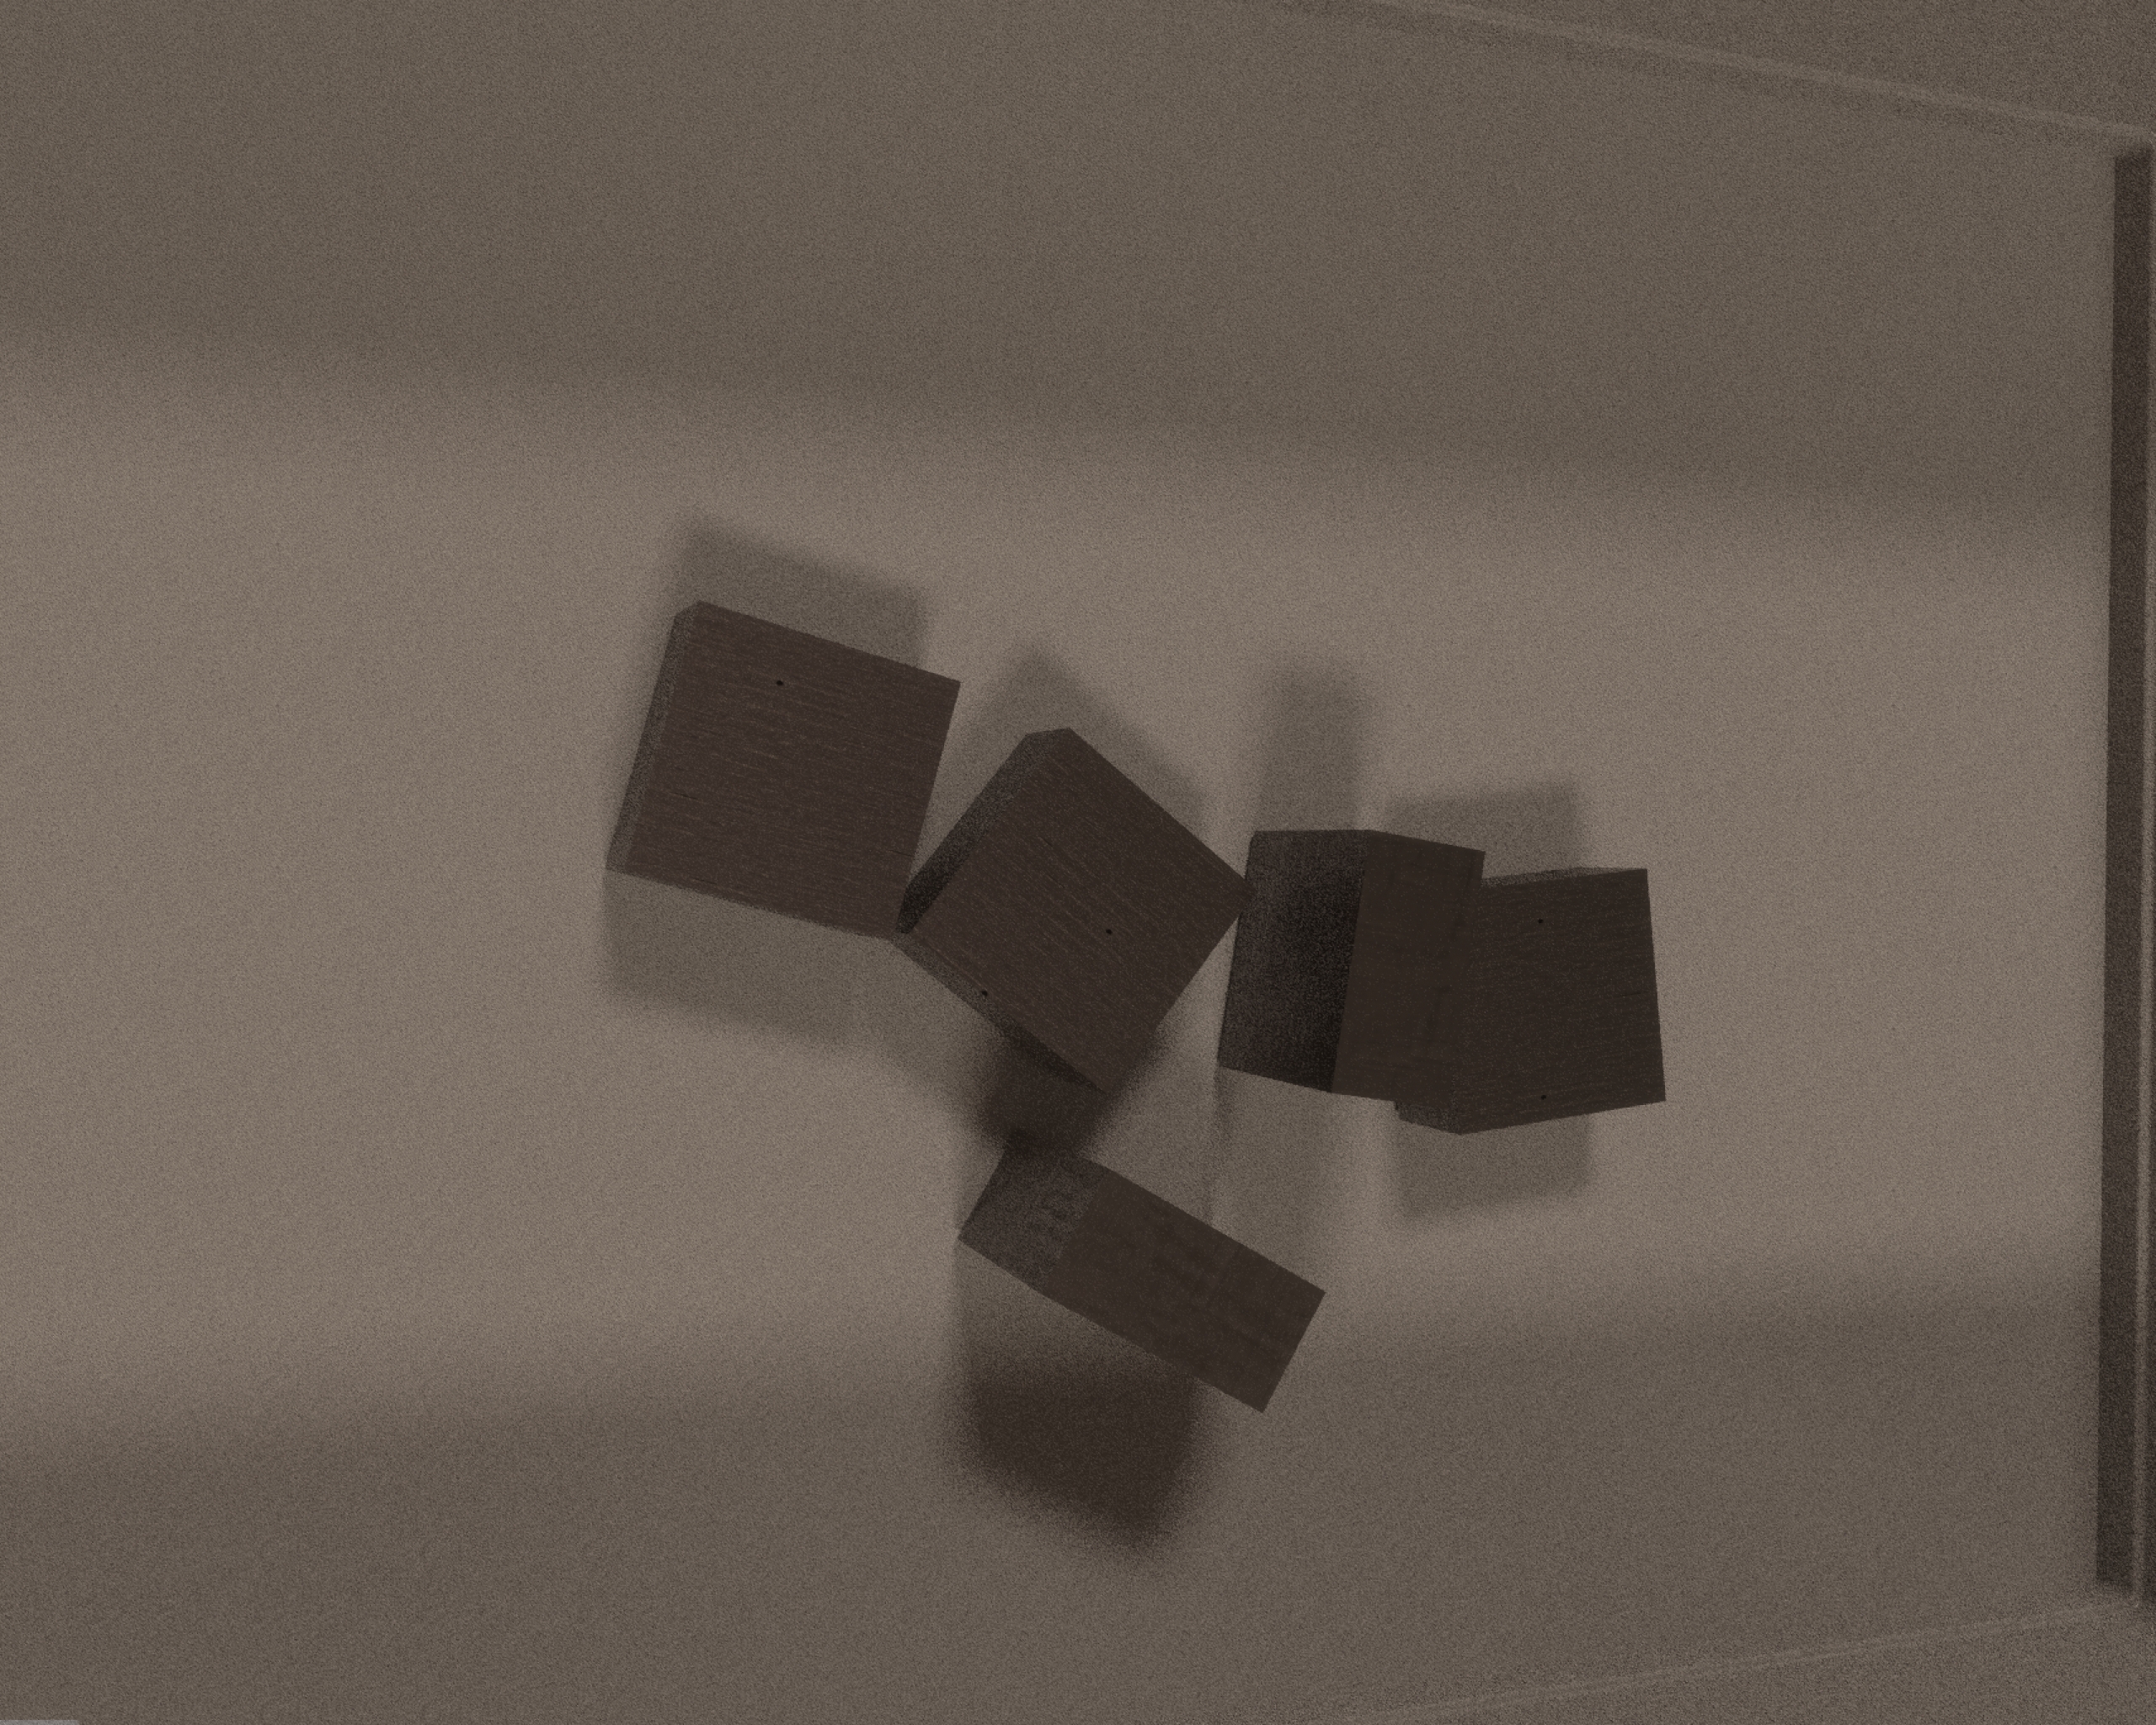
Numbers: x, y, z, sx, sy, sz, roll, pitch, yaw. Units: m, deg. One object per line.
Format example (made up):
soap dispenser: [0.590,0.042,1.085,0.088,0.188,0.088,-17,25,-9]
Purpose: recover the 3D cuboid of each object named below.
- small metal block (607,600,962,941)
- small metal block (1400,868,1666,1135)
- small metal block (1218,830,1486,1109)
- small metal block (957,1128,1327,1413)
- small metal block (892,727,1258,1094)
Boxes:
small metal block: [-0.055,-0.016,0.388,0.050,0.025,0.050,16,85,-20]
small metal block: [0.095,0.028,0.445,0.050,0.025,0.050,-6,92,-20]
small metal block: [0.054,0.020,0.417,0.025,0.050,0.050,10,87,-21]
small metal block: [0.011,0.077,0.400,0.050,0.050,0.025,32,81,-18]
small metal block: [-0.002,0.009,0.408,0.050,0.025,0.050,41,77,-16]
